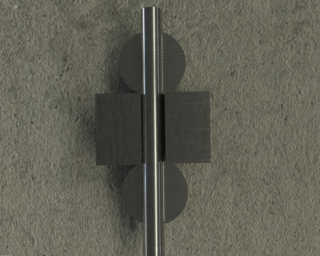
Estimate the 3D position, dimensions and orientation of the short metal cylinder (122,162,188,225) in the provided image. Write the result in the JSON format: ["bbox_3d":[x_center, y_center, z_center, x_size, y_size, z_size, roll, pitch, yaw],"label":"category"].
[{"bbox_3d":[-0.006,0.078,0.399,0.081,0.050,0.080,0,90,0],"label":"short metal cylinder"}]

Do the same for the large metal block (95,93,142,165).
[{"bbox_3d":[-0.046,0.001,0.383,0.050,0.080,0.080,-1,90,0],"label":"large metal block"}]

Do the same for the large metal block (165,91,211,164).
[{"bbox_3d":[0.031,-0.001,0.384,0.050,0.080,0.080,-1,90,0],"label":"large metal block"}]

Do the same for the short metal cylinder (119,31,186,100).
[{"bbox_3d":[-0.009,-0.078,0.398,0.081,0.050,0.080,0,90,0],"label":"short metal cylinder"}]

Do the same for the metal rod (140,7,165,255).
[{"bbox_3d":[-0.009,0.013,0.361,0.025,0.025,0.298,-1,90,0],"label":"metal rod"}]
